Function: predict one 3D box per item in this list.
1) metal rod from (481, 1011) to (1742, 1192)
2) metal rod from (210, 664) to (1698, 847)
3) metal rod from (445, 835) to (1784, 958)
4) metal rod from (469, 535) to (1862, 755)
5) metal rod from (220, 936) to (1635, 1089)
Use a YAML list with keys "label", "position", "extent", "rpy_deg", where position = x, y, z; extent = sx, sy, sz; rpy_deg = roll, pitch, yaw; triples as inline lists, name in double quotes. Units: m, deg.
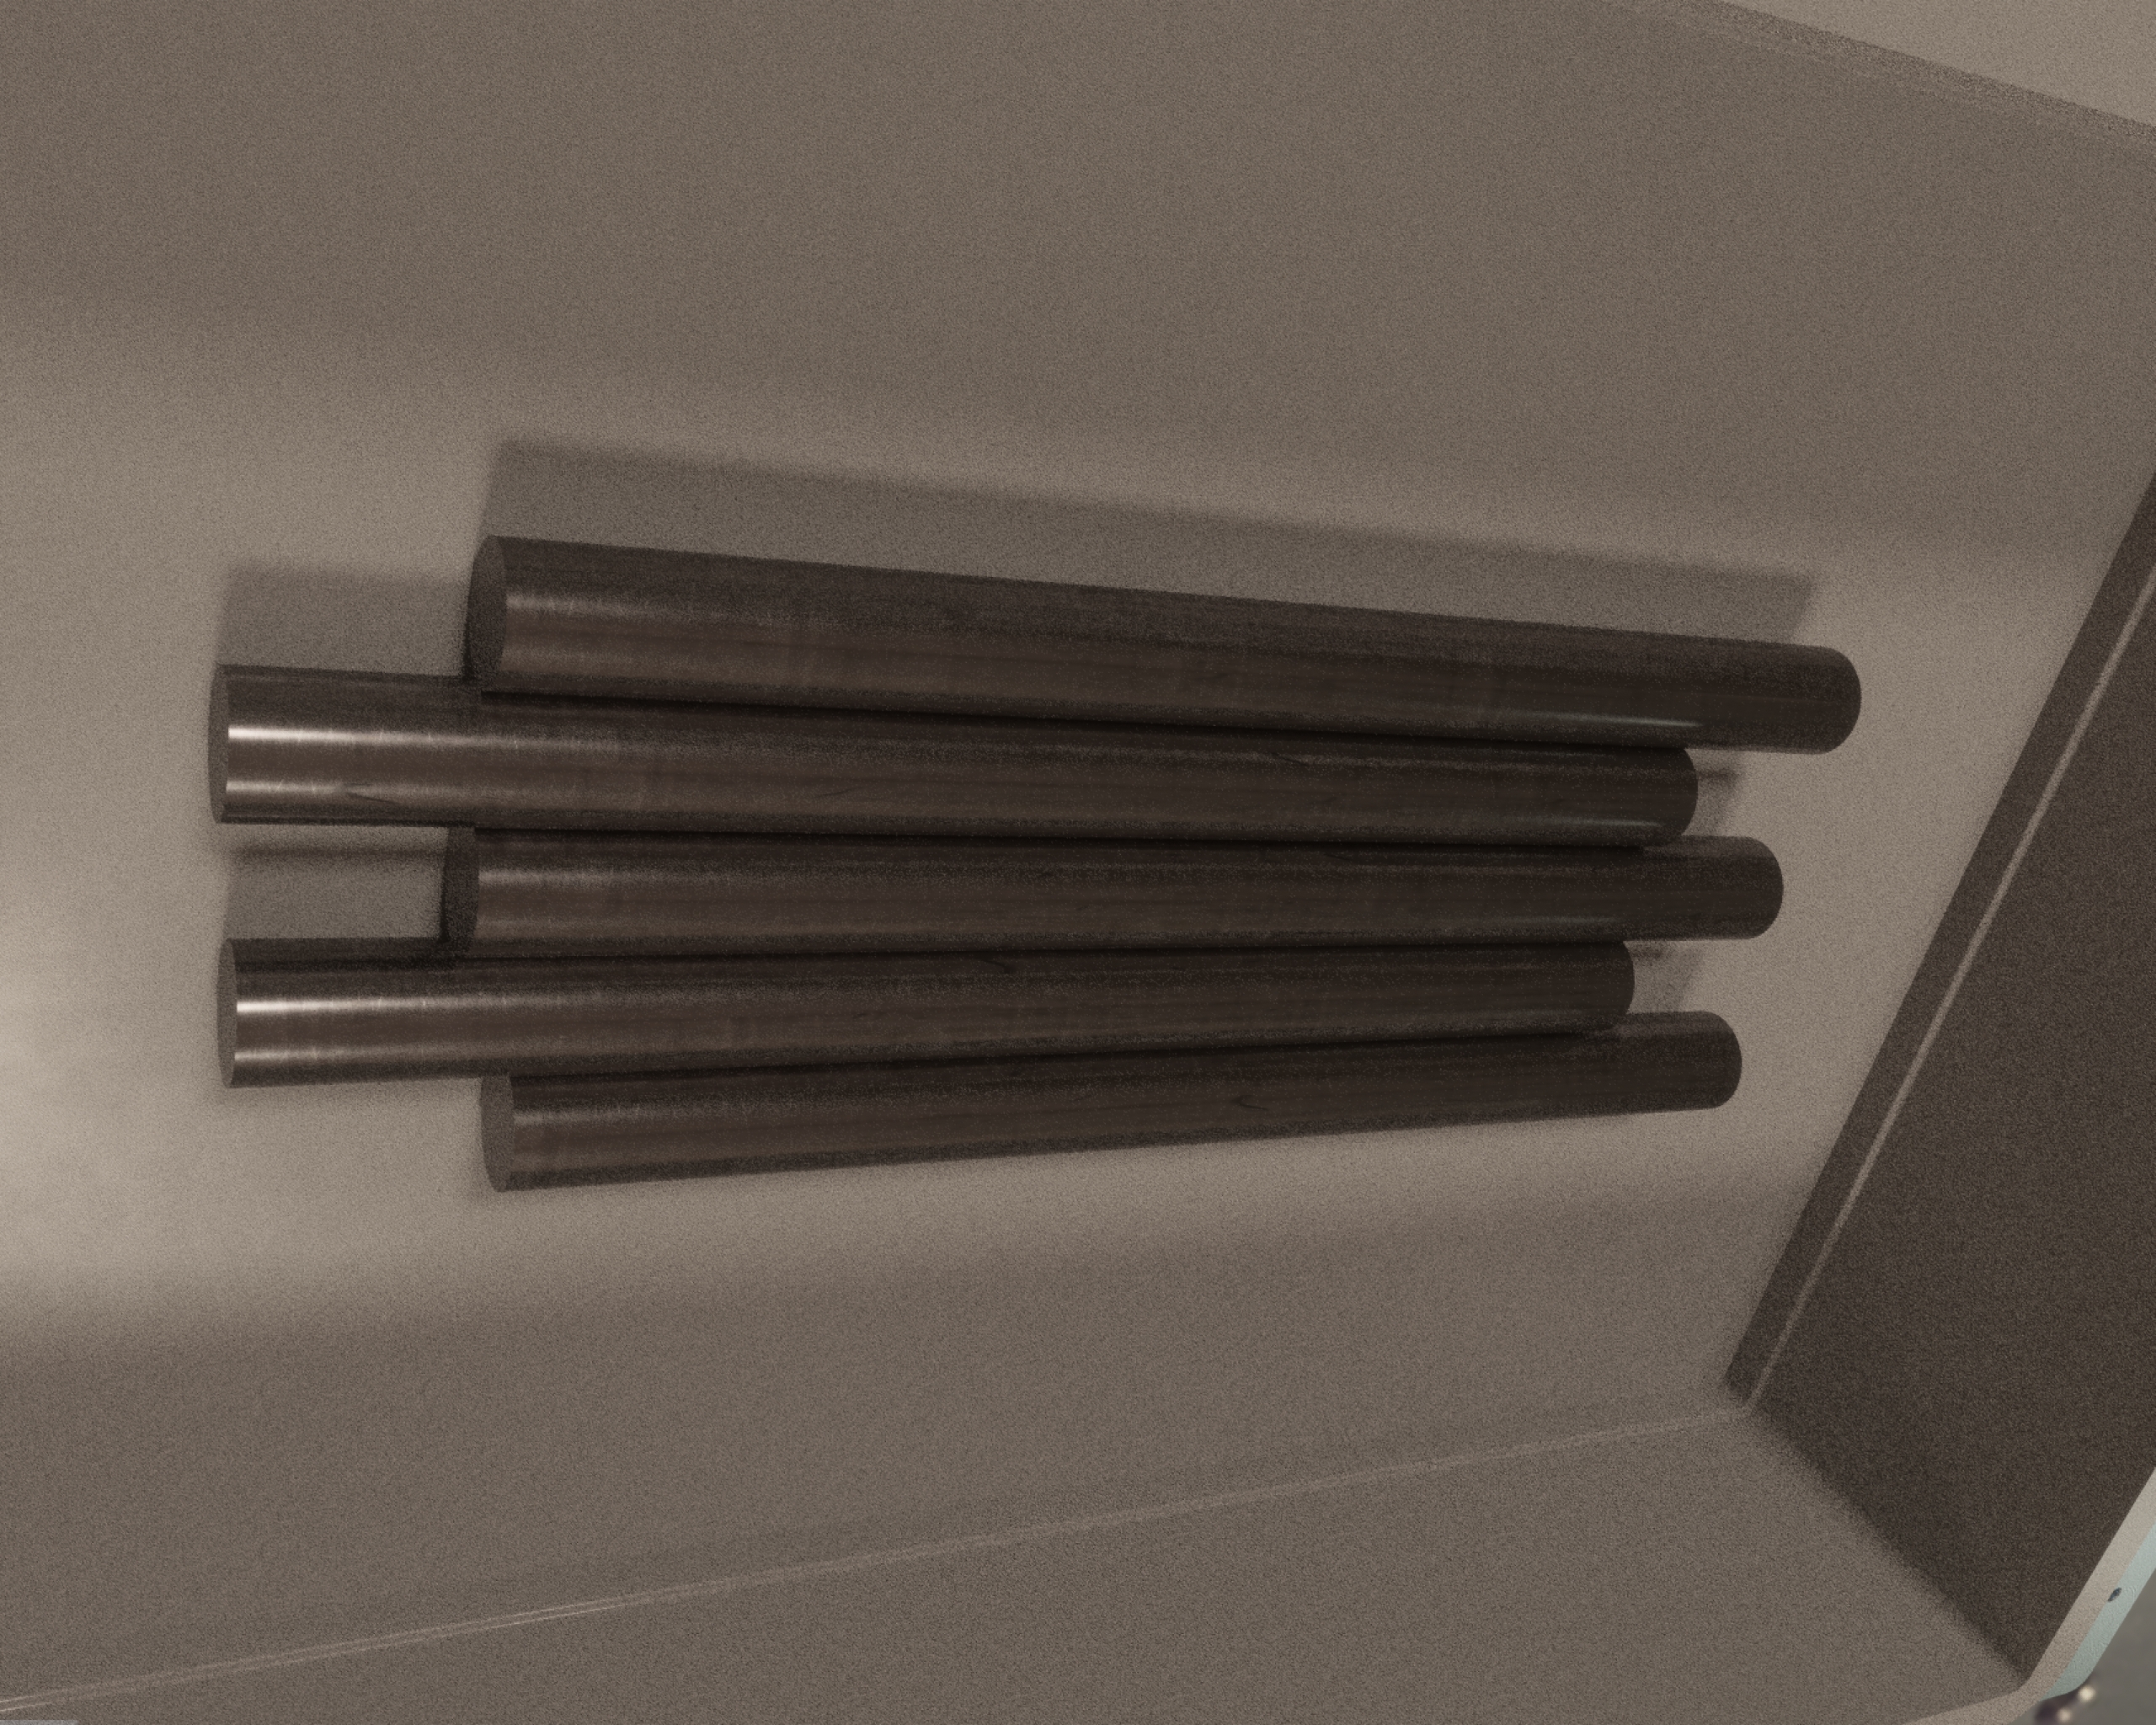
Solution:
- label: "metal rod"
  position: [0.026, 0.049, 0.453]
  extent: [0.303, 0.025, 0.025]
  rpy_deg: [1, 118, -29]
- label: "metal rod"
  position: [-0.001, -0.017, 0.397]
  extent: [0.303, 0.025, 0.025]
  rpy_deg: [1, 118, -29]
- label: "metal rod"
  position: [0.028, 0.005, 0.427]
  extent: [0.303, 0.025, 0.025]
  rpy_deg: [1, 118, -29]
- label: "metal rod"
  position: [0.038, -0.038, 0.406]
  extent: [0.303, 0.025, 0.025]
  rpy_deg: [1, 118, -29]
- label: "metal rod"
  position: [-0.009, 0.026, 0.420]
  extent: [0.303, 0.025, 0.025]
  rpy_deg: [1, 118, -29]
